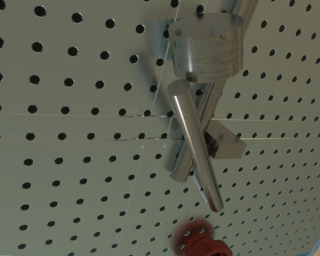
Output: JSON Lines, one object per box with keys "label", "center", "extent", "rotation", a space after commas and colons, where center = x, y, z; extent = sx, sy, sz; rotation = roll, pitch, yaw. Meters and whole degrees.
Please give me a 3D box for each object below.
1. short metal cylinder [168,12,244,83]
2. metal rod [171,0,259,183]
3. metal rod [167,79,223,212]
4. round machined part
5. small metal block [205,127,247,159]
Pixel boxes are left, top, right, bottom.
{"label": "short metal cylinder", "center": [0.052, -0.092, 0.347], "extent": [0.081, 0.080, 0.050], "rotation": [-22, 127, -16]}
{"label": "metal rod", "center": [0.072, -0.054, 0.416], "extent": [0.025, 0.025, 0.298], "rotation": [4, 116, -31]}
{"label": "metal rod", "center": [0.060, 0.048, 0.441], "extent": [0.025, 0.025, 0.299], "rotation": [-32, 139, -7]}
{"label": "round machined part", "center": [0.090, 0.255, 0.607], "extent": [0.099, 0.042, 0.097], "rotation": [-14, 124, -21]}
{"label": "small metal block", "center": [0.090, 0.022, 0.457], "extent": [0.050, 0.050, 0.025], "rotation": [2, 117, -30]}
